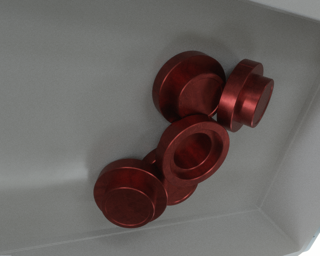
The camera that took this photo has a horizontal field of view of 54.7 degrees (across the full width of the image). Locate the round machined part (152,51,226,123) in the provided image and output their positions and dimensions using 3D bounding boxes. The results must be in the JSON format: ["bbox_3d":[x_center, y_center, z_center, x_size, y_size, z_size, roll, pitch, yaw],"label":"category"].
[{"bbox_3d":[0.043,-0.044,0.393,0.099,0.042,0.097,-14,125,-21],"label":"round machined part"}]

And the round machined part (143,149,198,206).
[{"bbox_3d":[0.017,0.074,0.453,0.099,0.042,0.097,-14,125,-21],"label":"round machined part"}]

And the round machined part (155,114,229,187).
[{"bbox_3d":[0.038,0.025,0.406,0.099,0.042,0.097,-14,125,-21],"label":"round machined part"}]

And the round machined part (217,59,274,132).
[{"bbox_3d":[0.117,-0.039,0.410,0.099,0.042,0.097,-43,146,-38],"label":"round machined part"}]

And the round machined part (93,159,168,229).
[{"bbox_3d":[-0.039,0.092,0.405,0.099,0.042,0.097,2,118,4],"label":"round machined part"}]
